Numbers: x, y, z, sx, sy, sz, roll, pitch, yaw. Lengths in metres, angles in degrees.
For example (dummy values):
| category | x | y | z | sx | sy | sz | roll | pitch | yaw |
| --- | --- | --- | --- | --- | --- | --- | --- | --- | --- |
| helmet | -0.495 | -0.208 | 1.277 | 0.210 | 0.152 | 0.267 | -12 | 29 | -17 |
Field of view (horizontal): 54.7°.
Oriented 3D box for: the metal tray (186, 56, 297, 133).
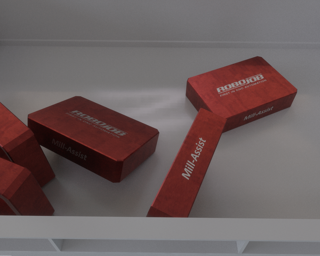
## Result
| category | x | y | z | sx | sy | sz | roll | pitch | yaw |
| --- | --- | --- | --- | --- | --- | --- | --- | --- | --- |
| metal tray | 0.115 | -0.051 | 0.445 | 0.131 | 0.030 | 0.090 | -20 | 53 | -16 |

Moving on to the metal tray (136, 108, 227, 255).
| category | x | y | z | sx | sy | sz | roll | pitch | yaw |
| --- | --- | --- | --- | --- | --- | --- | --- | --- | --- |
| metal tray | 0.023 | 0.053 | 0.313 | 0.030 | 0.089 | 0.130 | 26 | 52 | 6 |

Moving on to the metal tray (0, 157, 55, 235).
| category | x | y | z | sx | sy | sz | roll | pitch | yaw |
| --- | --- | --- | --- | --- | --- | --- | --- | --- | --- |
| metal tray | -0.180 | 0.055 | 0.314 | 0.130 | 0.090 | 0.030 | 18 | 53 | 14 |

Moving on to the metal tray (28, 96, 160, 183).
| category | x | y | z | sx | sy | sz | roll | pitch | yaw |
| --- | --- | --- | --- | --- | --- | --- | --- | --- | --- |
| metal tray | -0.078 | 0.007 | 0.373 | 0.130 | 0.030 | 0.090 | 23 | 30 | 18 |

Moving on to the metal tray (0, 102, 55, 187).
| category | x | y | z | sx | sy | sz | roll | pitch | yaw |
| --- | --- | --- | --- | --- | --- | --- | --- | --- | --- |
| metal tray | -0.182 | 0.007 | 0.355 | 0.130 | 0.090 | 0.030 | 34 | 58 | 25 |
